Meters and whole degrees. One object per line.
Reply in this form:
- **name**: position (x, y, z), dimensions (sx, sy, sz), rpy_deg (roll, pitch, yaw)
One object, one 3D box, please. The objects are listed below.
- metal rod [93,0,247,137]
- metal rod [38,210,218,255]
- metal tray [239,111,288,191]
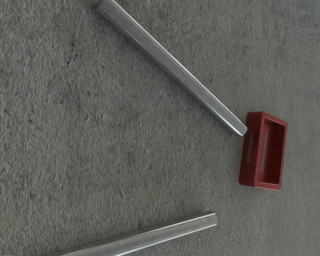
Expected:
- **metal rod**: position (0.034, -0.069, 0.432), dimensions (0.301, 0.025, 0.025), rpy_deg (36, 68, -34)
- **metal rod**: position (-0.039, 0.138, 0.372), dimensions (0.302, 0.025, 0.025), rpy_deg (0, 91, -40)
- **metal tray**: position (0.189, 0.043, 0.559), dimensions (0.091, 0.030, 0.129), rpy_deg (15, 80, -39)
